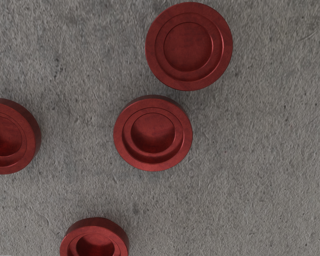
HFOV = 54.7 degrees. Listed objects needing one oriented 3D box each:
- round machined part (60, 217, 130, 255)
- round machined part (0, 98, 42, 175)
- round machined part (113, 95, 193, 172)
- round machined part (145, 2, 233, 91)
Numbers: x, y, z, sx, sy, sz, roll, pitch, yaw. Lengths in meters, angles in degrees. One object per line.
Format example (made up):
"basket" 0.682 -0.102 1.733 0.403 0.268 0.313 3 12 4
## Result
"round machined part" -0.095 0.174 0.464 0.099 0.042 0.097 0 110 0
"round machined part" -0.203 0.008 0.402 0.099 0.042 0.097 0 110 0
"round machined part" -0.008 0.004 0.402 0.099 0.042 0.097 0 110 0
"round machined part" 0.032 -0.096 0.365 0.099 0.042 0.097 0 110 0
